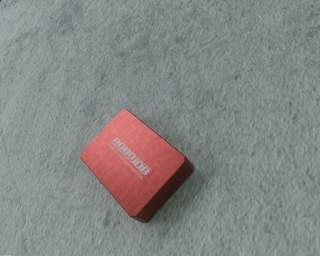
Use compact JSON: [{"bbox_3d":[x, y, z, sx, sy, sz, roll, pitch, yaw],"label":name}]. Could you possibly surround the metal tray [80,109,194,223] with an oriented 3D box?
[{"bbox_3d":[-0.033,0.042,0.391,0.090,0.030,0.130,-47,52,-6],"label":"metal tray"}]
